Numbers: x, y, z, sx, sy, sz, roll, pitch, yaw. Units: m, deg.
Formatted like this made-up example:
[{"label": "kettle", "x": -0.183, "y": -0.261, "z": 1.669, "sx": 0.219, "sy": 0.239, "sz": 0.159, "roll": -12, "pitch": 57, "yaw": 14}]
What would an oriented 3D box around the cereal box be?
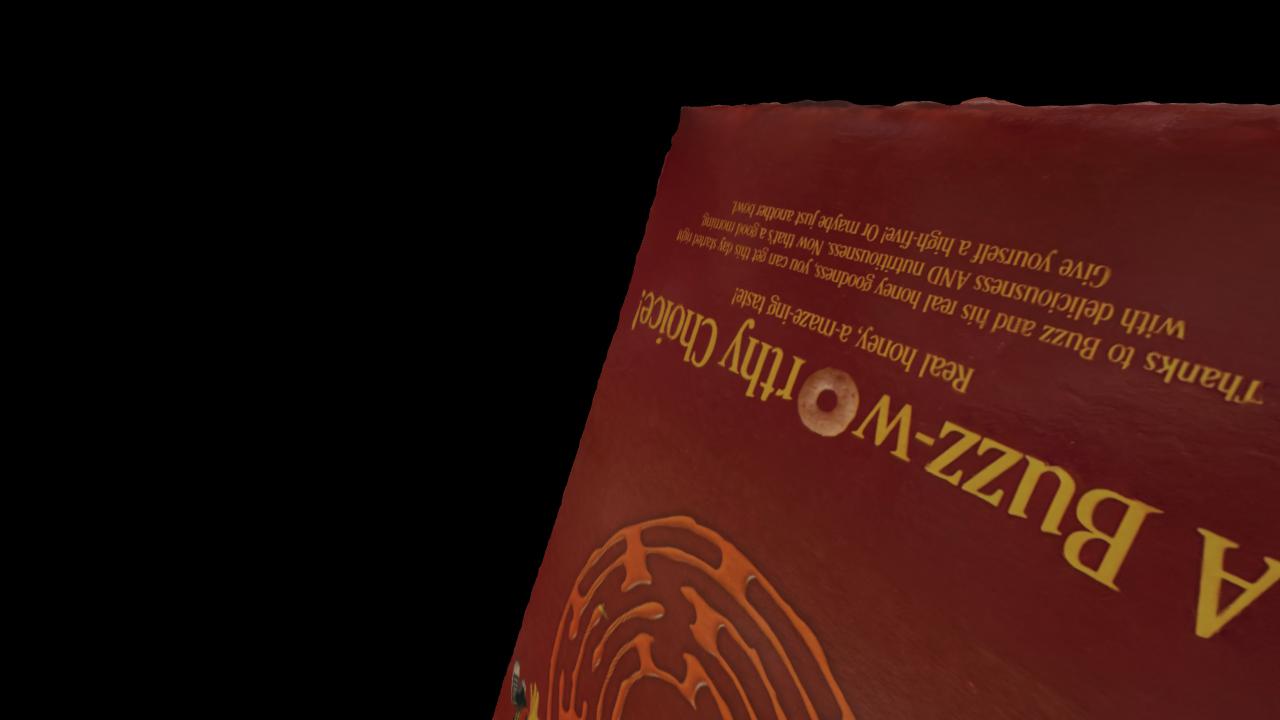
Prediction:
[{"label": "cereal box", "x": 0.048, "y": 0.087, "z": 0.185, "sx": 0.081, "sy": 0.306, "sz": 0.203, "roll": 9, "pitch": 12, "yaw": -36}]
